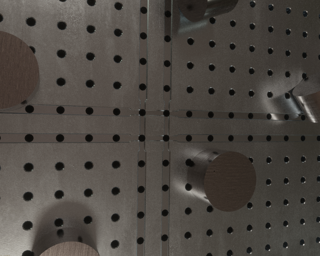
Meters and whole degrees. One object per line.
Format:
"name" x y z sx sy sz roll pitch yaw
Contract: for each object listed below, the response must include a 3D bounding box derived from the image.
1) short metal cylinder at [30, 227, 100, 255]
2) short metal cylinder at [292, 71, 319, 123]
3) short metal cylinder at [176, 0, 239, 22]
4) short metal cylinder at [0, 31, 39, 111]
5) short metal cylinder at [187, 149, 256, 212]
"short metal cylinder" -0.110 0.163 0.360 0.081 0.050 0.079 0 90 -20
"short metal cylinder" 0.257 -0.052 0.480 0.080 0.080 0.050 -39 103 -16
"short metal cylinder" 0.060 -0.186 0.406 0.050 0.080 0.080 -23 98 -19
"short metal cylinder" -0.174 -0.059 0.335 0.081 0.050 0.079 0 90 -20
"short metal cylinder" 0.085 0.071 0.432 0.081 0.050 0.079 0 91 -20
